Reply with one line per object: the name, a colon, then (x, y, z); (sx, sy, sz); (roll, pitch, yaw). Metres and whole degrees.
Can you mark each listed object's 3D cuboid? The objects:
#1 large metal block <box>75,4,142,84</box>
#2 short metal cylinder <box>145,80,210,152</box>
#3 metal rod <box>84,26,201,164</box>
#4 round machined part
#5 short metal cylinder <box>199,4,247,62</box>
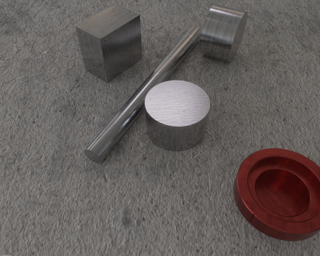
large metal block: (-0.074, -0.130, 0.476); (0.050, 0.080, 0.080); (32, 57, 24)
short metal cylinder: (0.022, -0.016, 0.401); (0.081, 0.050, 0.080); (0, 50, 0)
metal rod: (-0.009, -0.066, 0.458); (0.025, 0.025, 0.301); (23, 53, 18)
round machined part: (0.128, 0.073, 0.332); (0.099, 0.042, 0.098); (0, 50, 0)
short metal cylinder: (0.101, -0.151, 0.495); (0.050, 0.080, 0.080); (21, 53, 16)
